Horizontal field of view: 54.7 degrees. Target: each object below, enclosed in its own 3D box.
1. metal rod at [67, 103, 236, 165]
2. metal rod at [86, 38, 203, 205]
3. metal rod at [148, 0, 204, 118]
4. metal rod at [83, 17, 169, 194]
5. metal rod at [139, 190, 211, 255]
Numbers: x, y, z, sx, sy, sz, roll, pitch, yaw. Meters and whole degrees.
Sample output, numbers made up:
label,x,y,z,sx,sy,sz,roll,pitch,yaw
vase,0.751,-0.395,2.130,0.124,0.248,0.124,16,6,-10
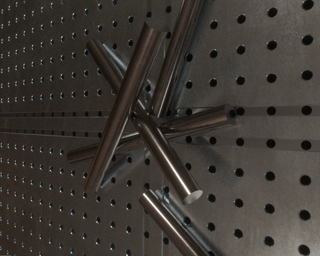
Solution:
label,x,y,z,sx,sy,sz,roll,pitch,yaw
metal rod,-0.035,0.018,0.435,0.300,0.025,0.025,-16,80,38
metal rod,-0.036,-0.029,0.411,0.025,0.025,0.300,-54,52,26
metal rod,0.041,-0.155,0.374,0.025,0.025,0.298,29,108,36
metal rod,-0.057,-0.003,0.400,0.025,0.025,0.298,54,137,26
metal rod,0.075,0.182,0.346,0.300,0.025,0.025,43,116,31
